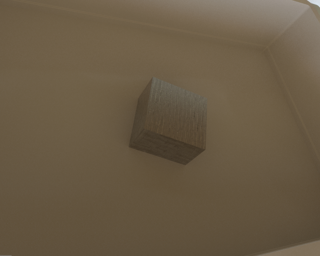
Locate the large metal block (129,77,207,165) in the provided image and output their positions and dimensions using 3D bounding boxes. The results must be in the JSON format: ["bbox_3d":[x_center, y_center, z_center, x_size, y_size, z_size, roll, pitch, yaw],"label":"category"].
[{"bbox_3d":[0.012,-0.008,0.401,0.080,0.050,0.080,19,54,-17],"label":"large metal block"}]
